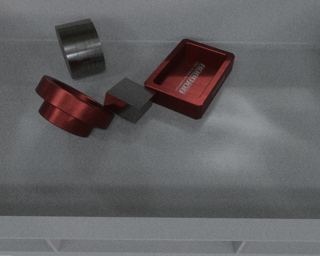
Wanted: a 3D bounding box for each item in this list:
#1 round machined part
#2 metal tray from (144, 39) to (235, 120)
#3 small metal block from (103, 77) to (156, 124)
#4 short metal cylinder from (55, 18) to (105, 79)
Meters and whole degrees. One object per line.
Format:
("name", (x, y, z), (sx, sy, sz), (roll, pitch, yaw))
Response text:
("round machined part", (-0.110, -0.023, 0.388), (0.098, 0.098, 0.042), (32, 93, 24))
("metal tray", (0.047, -0.079, 0.468), (0.090, 0.030, 0.130), (23, 54, 18))
("small metal block", (-0.041, -0.039, 0.425), (0.050, 0.025, 0.050), (28, 40, 9))
("short metal cylinder", (-0.120, -0.119, 0.468), (0.050, 0.080, 0.080), (-19, 53, -16))
